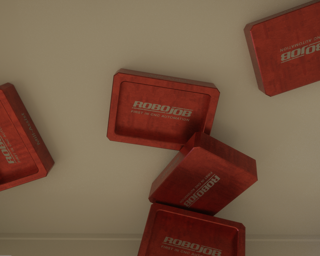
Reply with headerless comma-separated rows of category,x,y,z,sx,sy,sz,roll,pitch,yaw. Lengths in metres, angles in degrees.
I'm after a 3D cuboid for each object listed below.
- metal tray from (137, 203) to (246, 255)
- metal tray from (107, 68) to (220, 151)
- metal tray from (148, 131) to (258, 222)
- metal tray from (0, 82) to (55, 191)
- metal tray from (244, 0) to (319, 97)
metal tray,0.042,0.156,0.402,0.131,0.090,0.030,13,134,4
metal tray,0.003,-0.021,0.400,0.131,0.030,0.089,9,110,-4
metal tray,0.053,0.072,0.412,0.090,0.030,0.129,28,129,-10
metal tray,-0.212,0.016,0.411,0.090,0.030,0.129,-19,109,6
metal tray,0.178,-0.102,0.374,0.131,0.030,0.090,-19,109,6
